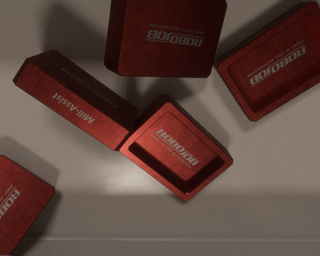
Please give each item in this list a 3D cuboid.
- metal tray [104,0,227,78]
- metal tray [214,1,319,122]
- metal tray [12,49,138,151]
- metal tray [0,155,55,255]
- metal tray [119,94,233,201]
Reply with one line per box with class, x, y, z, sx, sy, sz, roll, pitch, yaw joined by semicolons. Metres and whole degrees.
metal tray;0.009;-0.102;0.332;0.131;0.030;0.089;-6;117;-39
metal tray;0.144;-0.079;0.381;0.130;0.030;0.090;-33;107;11
metal tray;-0.089;-0.036;0.362;0.130;0.090;0.030;36;106;-13
metal tray;-0.215;0.112;0.407;0.090;0.030;0.130;38;67;-13
metal tray;0.022;0.029;0.409;0.090;0.030;0.130;-43;113;14
